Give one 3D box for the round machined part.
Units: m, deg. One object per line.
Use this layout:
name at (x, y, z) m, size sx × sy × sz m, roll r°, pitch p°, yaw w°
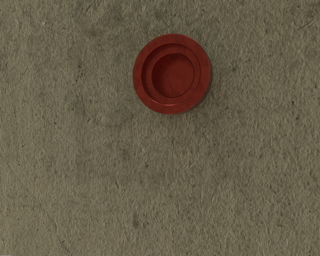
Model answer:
round machined part at (0.019, -0.066, 0.394) m, size 0.098 × 0.042 × 0.097 m, roll 0°, pitch 90°, yaw 20°
